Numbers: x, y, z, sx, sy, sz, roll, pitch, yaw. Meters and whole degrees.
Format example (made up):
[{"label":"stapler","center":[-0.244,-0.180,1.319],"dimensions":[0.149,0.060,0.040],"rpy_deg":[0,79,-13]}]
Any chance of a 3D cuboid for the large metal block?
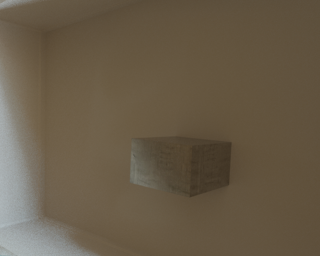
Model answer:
[{"label":"large metal block","center":[0.024,0.039,0.349],"dimensions":[0.080,0.081,0.050],"rpy_deg":[5,93,39]}]
